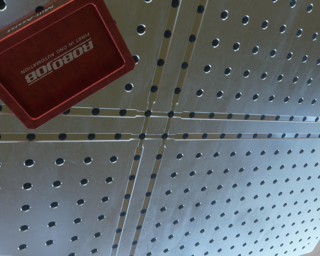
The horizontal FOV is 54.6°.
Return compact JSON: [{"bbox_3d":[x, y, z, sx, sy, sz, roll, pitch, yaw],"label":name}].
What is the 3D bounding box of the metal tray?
[{"bbox_3d":[-0.101,-0.068,0.309,0.130,0.030,0.090,-33,129,-7],"label":"metal tray"}]
